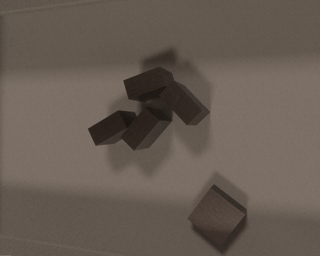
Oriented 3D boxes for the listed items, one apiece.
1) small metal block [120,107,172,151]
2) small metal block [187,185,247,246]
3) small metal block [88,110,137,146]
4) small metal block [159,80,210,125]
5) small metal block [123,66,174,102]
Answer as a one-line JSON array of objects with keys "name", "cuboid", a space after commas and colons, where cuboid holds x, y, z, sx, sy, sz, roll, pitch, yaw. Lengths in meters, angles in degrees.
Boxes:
[{"name": "small metal block", "cuboid": [-0.017, 0.001, 0.402, 0.025, 0.050, 0.050, 44, 103, 14]}, {"name": "small metal block", "cuboid": [0.071, 0.107, 0.385, 0.050, 0.025, 0.050, 37, 102, 16]}, {"name": "small metal block", "cuboid": [-0.059, 0.000, 0.417, 0.050, 0.050, 0.025, -29, 81, 17]}, {"name": "small metal block", "cuboid": [0.032, -0.030, 0.385, 0.025, 0.050, 0.050, -45, 76, 14]}, {"name": "small metal block", "cuboid": [-0.011, -0.055, 0.400, 0.050, 0.050, 0.025, -18, 84, 19]}]
